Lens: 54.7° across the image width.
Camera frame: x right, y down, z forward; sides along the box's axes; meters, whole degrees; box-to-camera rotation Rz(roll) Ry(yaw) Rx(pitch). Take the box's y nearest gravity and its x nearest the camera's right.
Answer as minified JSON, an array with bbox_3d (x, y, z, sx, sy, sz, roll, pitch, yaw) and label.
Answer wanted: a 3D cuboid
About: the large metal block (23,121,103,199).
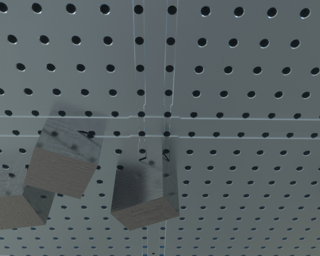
[{"bbox_3d":[-0.134,0.047,0.433,0.080,0.050,0.079,20,127,-17],"label":"large metal block"}]

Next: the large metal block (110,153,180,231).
[{"bbox_3d":[-0.020,0.093,0.455,0.080,0.080,0.050,-22,127,17],"label":"large metal block"}]

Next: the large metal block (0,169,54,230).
[{"bbox_3d":[-0.229,0.114,0.489,0.080,0.050,0.080,-8,130,6],"label":"large metal block"}]
